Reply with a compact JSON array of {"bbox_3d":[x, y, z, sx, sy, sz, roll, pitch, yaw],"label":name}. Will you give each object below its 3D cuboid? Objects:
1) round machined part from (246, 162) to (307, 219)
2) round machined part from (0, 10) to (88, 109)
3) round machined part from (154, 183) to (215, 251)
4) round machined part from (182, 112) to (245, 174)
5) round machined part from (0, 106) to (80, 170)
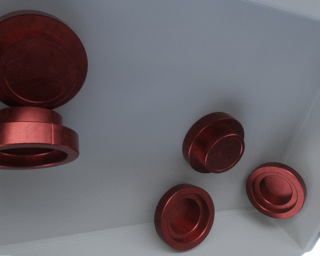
[{"bbox_3d":[0.207,0.106,0.549,0.042,0.098,0.097,-23,134,-53],"label":"round machined part"},{"bbox_3d":[-0.118,-0.058,0.297,0.099,0.042,0.097,-14,124,-21],"label":"round machined part"},{"bbox_3d":[0.034,0.135,0.484,0.099,0.042,0.097,-2,94,-29],"label":"round machined part"},{"bbox_3d":[0.087,0.029,0.463,0.099,0.042,0.097,-14,124,-21],"label":"round machined part"},{"bbox_3d":[-0.132,0.010,0.310,0.099,0.042,0.098,-7,162,-2],"label":"round machined part"}]
